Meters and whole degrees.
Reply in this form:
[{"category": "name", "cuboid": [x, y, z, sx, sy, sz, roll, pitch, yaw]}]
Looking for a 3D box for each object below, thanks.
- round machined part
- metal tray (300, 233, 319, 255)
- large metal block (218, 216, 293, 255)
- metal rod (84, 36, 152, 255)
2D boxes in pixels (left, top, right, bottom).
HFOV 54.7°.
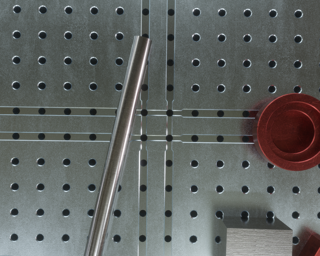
[{"category": "round machined part", "cuboid": [0.170, 0.005, 0.406, 0.099, 0.042, 0.097, 0, 90, 0]}, {"category": "metal tray", "cuboid": [0.245, 0.214, 0.412, 0.130, 0.030, 0.090, 31, 90, 0]}, {"category": "large metal block", "cuboid": [0.120, 0.163, 0.402, 0.081, 0.050, 0.079, 2, 90, 0]}, {"category": "metal rod", "cuboid": [-0.056, 0.027, 0.412, 0.025, 0.025, 0.298, 13, 90, 0]}]
